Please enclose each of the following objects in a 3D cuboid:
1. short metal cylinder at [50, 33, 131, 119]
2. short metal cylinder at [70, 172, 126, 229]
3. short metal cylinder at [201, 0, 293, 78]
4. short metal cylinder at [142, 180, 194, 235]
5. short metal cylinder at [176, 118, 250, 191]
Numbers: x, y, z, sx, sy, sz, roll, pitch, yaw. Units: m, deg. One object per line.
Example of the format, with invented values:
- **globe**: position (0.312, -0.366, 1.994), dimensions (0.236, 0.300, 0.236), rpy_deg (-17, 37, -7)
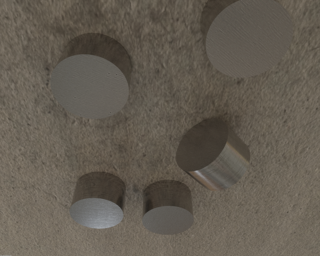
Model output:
- **short metal cylinder**: position (-0.073, -0.057, 0.342), dimensions (0.081, 0.050, 0.079), rpy_deg (0, 130, 0)
- **short metal cylinder**: position (-0.096, 0.114, 0.487), dimensions (0.081, 0.050, 0.079), rpy_deg (0, 130, 0)
- **short metal cylinder**: position (0.083, -0.098, 0.309), dimensions (0.081, 0.050, 0.079), rpy_deg (0, 130, 0)
- **short metal cylinder**: position (0.012, 0.129, 0.501), dimensions (0.081, 0.050, 0.079), rpy_deg (0, 130, 0)
- **short metal cylinder**: position (0.068, 0.034, 0.401), dimensions (0.080, 0.080, 0.050), rpy_deg (-33, 123, 25)
